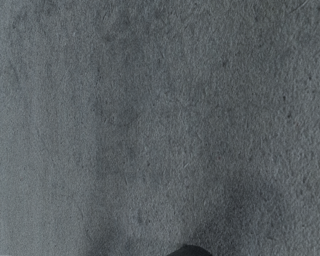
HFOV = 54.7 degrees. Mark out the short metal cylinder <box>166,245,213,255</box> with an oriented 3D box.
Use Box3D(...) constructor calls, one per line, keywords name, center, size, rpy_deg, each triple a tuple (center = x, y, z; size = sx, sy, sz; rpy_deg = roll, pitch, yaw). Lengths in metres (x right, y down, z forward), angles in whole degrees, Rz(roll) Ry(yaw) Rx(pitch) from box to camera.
Box3D(name="short metal cylinder", center=(0.030, 0.186, 0.364), size=(0.080, 0.050, 0.080), rpy_deg=(0, 90, 40))
